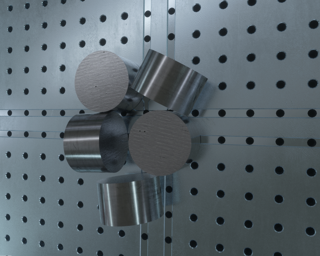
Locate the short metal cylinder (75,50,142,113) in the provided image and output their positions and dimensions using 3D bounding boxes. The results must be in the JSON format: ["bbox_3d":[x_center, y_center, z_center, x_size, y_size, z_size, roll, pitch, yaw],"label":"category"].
[{"bbox_3d":[-0.068,-0.060,0.423,0.080,0.050,0.079,0,90,21],"label":"short metal cylinder"}]

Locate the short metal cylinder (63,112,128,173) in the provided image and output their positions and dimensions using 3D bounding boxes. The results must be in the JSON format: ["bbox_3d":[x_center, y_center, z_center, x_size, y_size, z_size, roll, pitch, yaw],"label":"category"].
[{"bbox_3d":[-0.083,0.019,0.413,0.050,0.080,0.080,-2,89,19],"label":"short metal cylinder"}]

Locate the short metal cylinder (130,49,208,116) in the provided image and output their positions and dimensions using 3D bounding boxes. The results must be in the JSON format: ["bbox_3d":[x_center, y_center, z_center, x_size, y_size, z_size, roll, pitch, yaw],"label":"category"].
[{"bbox_3d":[0.011,-0.056,0.379,0.080,0.080,0.050,30,99,17],"label":"short metal cylinder"}]

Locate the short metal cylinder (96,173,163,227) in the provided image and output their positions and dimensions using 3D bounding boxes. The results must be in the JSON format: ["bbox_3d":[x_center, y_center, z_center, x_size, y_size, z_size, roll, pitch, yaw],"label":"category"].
[{"bbox_3d":[-0.038,0.089,0.396,0.080,0.080,0.050,-7,88,20],"label":"short metal cylinder"}]

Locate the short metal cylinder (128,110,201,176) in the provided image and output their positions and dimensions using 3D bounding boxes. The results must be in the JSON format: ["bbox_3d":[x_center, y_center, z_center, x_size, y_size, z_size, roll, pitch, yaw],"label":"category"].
[{"bbox_3d":[0.007,0.018,0.397,0.080,0.050,0.079,0,91,19],"label":"short metal cylinder"}]
